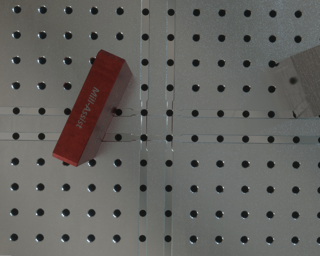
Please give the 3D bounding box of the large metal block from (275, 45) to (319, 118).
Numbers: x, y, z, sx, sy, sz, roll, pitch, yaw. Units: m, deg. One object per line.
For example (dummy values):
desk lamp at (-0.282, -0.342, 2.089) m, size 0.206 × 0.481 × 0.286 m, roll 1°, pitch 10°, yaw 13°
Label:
large metal block at (0.211, -0.065, 0.402) m, size 0.080 × 0.050 × 0.080 m, roll -22°, pitch 90°, yaw 0°

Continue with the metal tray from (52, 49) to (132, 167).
metal tray at (-0.078, -0.022, 0.380) m, size 0.030 × 0.090 × 0.129 m, roll 24°, pitch 90°, yaw 0°
